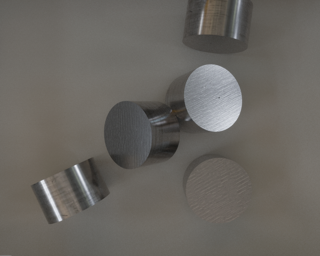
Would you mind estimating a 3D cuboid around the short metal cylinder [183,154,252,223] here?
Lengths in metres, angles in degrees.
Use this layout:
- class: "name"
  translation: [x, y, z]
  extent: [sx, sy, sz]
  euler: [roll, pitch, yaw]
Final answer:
- class: "short metal cylinder"
  translation: [0.071, 0.076, 0.400]
  extent: [0.081, 0.050, 0.079]
  euler: [0, 90, -1]

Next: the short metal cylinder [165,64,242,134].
- class: "short metal cylinder"
  translation: [0.054, -0.034, 0.386]
  extent: [0.081, 0.050, 0.080]
  euler: [2, 85, -24]

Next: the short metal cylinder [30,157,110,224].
- class: "short metal cylinder"
  translation: [-0.109, 0.075, 0.383]
  extent: [0.080, 0.080, 0.050]
  euler: [-25, 90, 0]

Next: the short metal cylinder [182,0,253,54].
- class: "short metal cylinder"
  translation: [0.071, -0.128, 0.385]
  extent: [0.081, 0.080, 0.050]
  euler: [8, 90, -1]

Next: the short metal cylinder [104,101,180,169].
- class: "short metal cylinder"
  translation: [-0.023, 0.007, 0.379]
  extent: [0.080, 0.050, 0.079]
  euler: [4, 95, 40]
